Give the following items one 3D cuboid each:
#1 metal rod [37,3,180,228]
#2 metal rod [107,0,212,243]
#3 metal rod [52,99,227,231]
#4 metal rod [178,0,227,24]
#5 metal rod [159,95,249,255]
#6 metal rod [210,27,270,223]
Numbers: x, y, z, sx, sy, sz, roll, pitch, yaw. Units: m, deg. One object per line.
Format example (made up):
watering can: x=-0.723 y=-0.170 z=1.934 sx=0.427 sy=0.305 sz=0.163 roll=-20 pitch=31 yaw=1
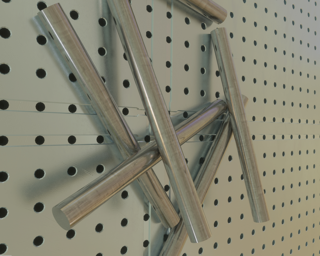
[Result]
metal rod: x=-0.048 y=0.003 z=0.367 sx=0.025 sy=0.025 sz=0.299 roll=-41 pitch=115 yaw=-32
metal rod: x=-0.003 y=-0.018 z=0.355 sx=0.025 sy=0.025 sz=0.299 roll=-16 pitch=85 yaw=-39
metal rod: x=0.003 y=0.023 z=0.382 sx=0.302 sy=0.025 sz=0.025 roll=-32 pitch=110 yaw=-44
metal rod: x=-0.018 y=-0.202 z=0.391 sx=0.302 sy=0.025 sz=0.025 roll=13 pitch=82 yaw=-39
metal rod: x=0.069 y=0.072 z=0.465 sx=0.025 sy=0.025 sz=0.300 roll=44 pitch=64 yaw=-31
metal rod: x=0.123 y=-0.006 z=0.477 sx=0.025 sy=0.025 sz=0.299 roll=-10 pitch=87 yaw=-39
